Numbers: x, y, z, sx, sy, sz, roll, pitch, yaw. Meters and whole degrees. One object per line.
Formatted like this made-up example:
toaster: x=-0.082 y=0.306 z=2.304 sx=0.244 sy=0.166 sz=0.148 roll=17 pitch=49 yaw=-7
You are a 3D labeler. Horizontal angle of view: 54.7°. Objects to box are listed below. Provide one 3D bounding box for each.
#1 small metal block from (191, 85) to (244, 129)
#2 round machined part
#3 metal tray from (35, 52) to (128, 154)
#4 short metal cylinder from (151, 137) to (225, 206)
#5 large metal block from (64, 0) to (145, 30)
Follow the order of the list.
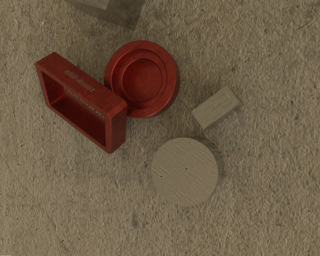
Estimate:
small metal block: x=0.070 y=-0.023 z=0.371 sx=0.050 sy=0.050 sz=0.025 roll=-37 pitch=78 yaw=16
round machined part: x=-0.020 y=-0.061 z=0.407 sx=0.098 sy=0.042 sz=0.097 roll=0 pitch=90 yaw=19
metal tray: x=-0.104 y=-0.032 z=0.413 sx=0.130 sy=0.089 sz=0.030 roll=35 pitch=57 yaw=16
short metal cylinder: x=0.036 y=0.051 z=0.383 sx=0.080 sy=0.050 sz=0.080 roll=0 pitch=90 yaw=20
large metal block: x=-0.076 y=-0.175 z=0.406 sx=0.080 sy=0.080 sz=0.050 roll=23 pitch=98 yaw=18
